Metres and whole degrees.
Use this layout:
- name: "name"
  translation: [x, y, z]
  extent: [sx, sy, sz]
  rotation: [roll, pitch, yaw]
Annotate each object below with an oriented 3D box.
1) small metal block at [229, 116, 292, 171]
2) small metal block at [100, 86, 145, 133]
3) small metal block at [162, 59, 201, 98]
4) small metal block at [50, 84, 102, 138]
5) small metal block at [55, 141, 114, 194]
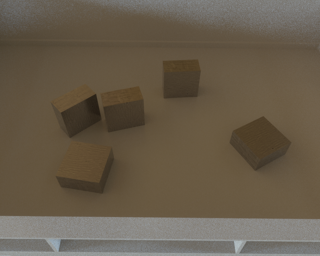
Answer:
- name: "small metal block"
  translation: [0.126, 0.019, 0.391]
  extent: [0.050, 0.025, 0.050]
  rotation: [-24, 54, -19]
- name: "small metal block"
  translation: [-0.048, -0.024, 0.409]
  extent: [0.050, 0.050, 0.025]
  rotation: [-12, 51, -10]
- name: "small metal block"
  translation: [0.030, -0.071, 0.449]
  extent: [0.050, 0.050, 0.025]
  rotation: [-3, 50, -3]
- name: "small metal block"
  translation: [-0.108, -0.022, 0.406]
  extent: [0.050, 0.050, 0.025]
  rotation: [-34, 58, -25]
- name: "small metal block"
  translation: [-0.087, 0.046, 0.366]
  extent: [0.050, 0.025, 0.050]
  rotation: [8, 50, 6]
